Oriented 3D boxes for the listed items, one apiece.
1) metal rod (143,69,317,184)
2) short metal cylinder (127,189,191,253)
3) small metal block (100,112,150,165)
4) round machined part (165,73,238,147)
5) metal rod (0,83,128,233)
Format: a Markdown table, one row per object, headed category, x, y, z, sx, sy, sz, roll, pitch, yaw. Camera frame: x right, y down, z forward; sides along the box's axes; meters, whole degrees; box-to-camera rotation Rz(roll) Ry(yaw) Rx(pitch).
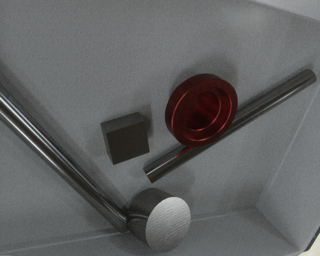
| category | x | y | z | sx | sy | sz | roll | pitch | yaw |
| --- | --- | --- | --- | --- | --- | --- | --- | --- | --- |
| metal rod | 0.110 | -0.007 | 0.466 | 0.301 | 0.025 | 0.025 | -31 | 129 | -9 |
| short metal cylinder | -0.001 | 0.135 | 0.459 | 0.081 | 0.050 | 0.079 | -5 | 98 | -36 |
| small metal block | -0.044 | 0.013 | 0.394 | 0.050 | 0.025 | 0.050 | -19 | 126 | -18 |
| round machined part | 0.050 | -0.027 | 0.411 | 0.099 | 0.042 | 0.097 | -14 | 125 | -21 |
| metal rod | -0.113 | 0.049 | 0.378 | 0.025 | 0.025 | 0.299 | -35 | 129 | -5 |
